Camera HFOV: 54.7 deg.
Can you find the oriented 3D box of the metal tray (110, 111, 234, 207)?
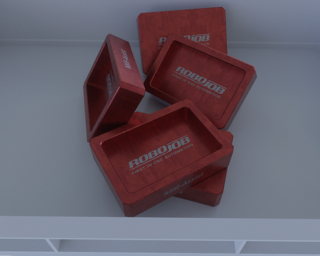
[{"bbox_3d":[0.015,0.033,0.374,0.131,0.030,0.090,13,51,10],"label":"metal tray"}]

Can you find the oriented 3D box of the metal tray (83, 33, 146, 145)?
[{"bbox_3d":[-0.063,-0.050,0.389,0.030,0.089,0.130,18,32,-28],"label":"metal tray"}]

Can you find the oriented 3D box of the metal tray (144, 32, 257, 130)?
[{"bbox_3d":[0.052,-0.064,0.422,0.130,0.030,0.090,30,94,21],"label":"metal tray"}]

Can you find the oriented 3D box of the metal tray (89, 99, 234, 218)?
[{"bbox_3d":[0.002,0.027,0.339,0.131,0.030,0.090,-24,55,-19],"label":"metal tray"}]

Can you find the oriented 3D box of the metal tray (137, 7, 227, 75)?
[{"bbox_3d":[0.034,-0.132,0.474,0.131,0.089,0.030,-7,13,-6],"label":"metal tray"}]
